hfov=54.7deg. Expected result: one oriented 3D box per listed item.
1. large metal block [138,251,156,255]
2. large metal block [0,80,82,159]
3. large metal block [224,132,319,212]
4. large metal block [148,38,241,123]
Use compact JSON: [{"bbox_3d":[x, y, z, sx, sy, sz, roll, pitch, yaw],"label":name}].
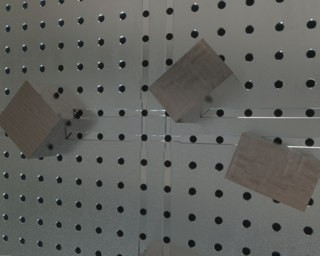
[{"bbox_3d":[-0.004,0.220,0.400,0.080,0.050,0.079,14,95,19],"label":"large metal block"},{"bbox_3d":[-0.179,-0.012,0.461,0.080,0.050,0.080,45,104,14],"label":"large metal block"},{"bbox_3d":[0.123,0.042,0.340,0.080,0.080,0.050,22,97,18],"label":"large metal block"},{"bbox_3d":[0.044,-0.050,0.367,0.080,0.080,0.050,-41,78,15],"label":"large metal block"}]
